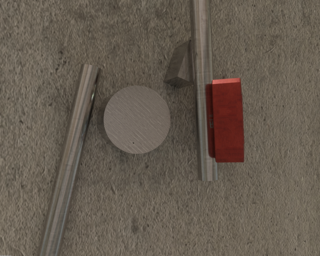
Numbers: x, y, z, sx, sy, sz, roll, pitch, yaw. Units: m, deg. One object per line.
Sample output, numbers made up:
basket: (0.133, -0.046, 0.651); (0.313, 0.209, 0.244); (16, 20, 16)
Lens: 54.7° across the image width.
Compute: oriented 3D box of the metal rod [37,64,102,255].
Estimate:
metal rod: (-0.114, 0.072, 0.367); (0.025, 0.025, 0.298); (13, 86, -20)

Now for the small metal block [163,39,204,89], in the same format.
small metal block: (0.032, -0.082, 0.407); (0.025, 0.050, 0.050); (21, 83, -19)

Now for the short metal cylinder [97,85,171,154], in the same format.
short metal cylinder: (-0.034, -0.010, 0.383); (0.081, 0.050, 0.079); (0, 90, -20)

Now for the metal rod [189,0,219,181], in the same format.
metal rod: (0.051, -0.086, 0.374); (0.025, 0.025, 0.298); (-4, 92, -20)

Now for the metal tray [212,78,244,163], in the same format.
metal tray: (0.089, -0.010, 0.389); (0.030, 0.130, 0.089); (-3, 91, 15)
